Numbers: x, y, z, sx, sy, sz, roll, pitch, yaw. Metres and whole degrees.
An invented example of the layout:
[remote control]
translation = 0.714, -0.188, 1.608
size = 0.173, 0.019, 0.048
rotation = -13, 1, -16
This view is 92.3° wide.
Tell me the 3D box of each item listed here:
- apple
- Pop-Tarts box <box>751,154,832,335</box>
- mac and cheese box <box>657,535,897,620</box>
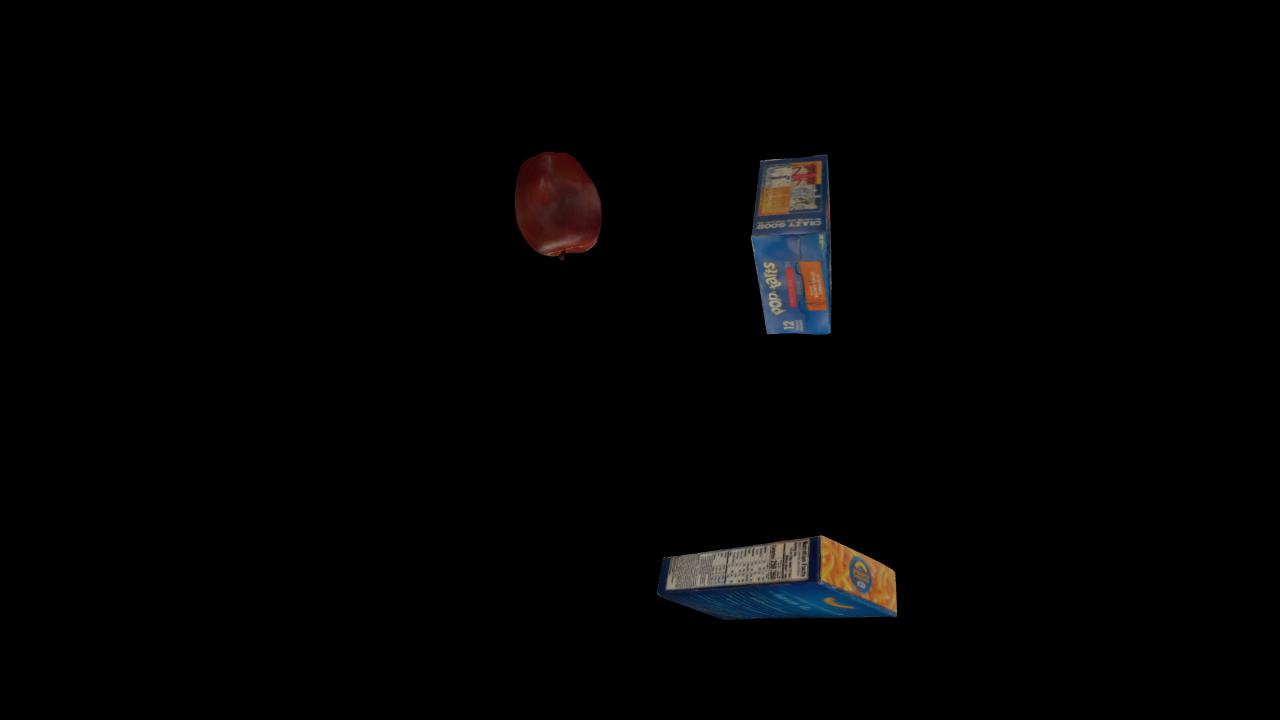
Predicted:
[apple]
translation = -0.073, -0.134, 0.542
size = 0.079, 0.093, 0.079
rotation = -10, -2, 0
[Pop-Tarts box]
translation = 0.191, -0.137, 0.752
size = 0.083, 0.141, 0.167
rotation = -1, -38, 19
[mac and cheese box]
translation = 0.107, 0.188, 0.516
size = 0.093, 0.041, 0.184
rotation = 31, -36, -26
